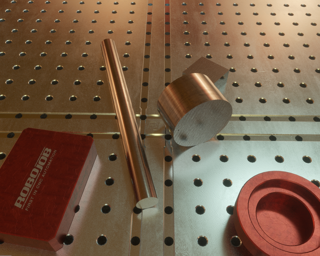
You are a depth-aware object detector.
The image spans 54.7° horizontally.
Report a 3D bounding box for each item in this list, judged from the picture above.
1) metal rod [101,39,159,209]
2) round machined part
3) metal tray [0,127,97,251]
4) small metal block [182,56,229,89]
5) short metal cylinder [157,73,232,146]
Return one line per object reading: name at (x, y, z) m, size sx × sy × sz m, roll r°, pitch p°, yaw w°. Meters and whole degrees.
metal rod at (-0.051, -0.029, 0.431) m, size 0.025 × 0.025 × 0.300 m, roll -11°, pitch 51°, yaw -9°
round machined part at (0.124, 0.096, 0.317) m, size 0.099 × 0.042 × 0.098 m, roll 0°, pitch 50°, yaw 0°
metal tray at (-0.135, 0.063, 0.350) m, size 0.090 × 0.030 × 0.130 m, roll 8°, pitch 50°, yaw 6°
small metal block at (0.069, -0.078, 0.474) m, size 0.050 × 0.025 × 0.050 m, roll 33°, pitch 57°, yaw 24°
short metal cylinder at (0.043, -0.022, 0.391) m, size 0.081 × 0.080 × 0.050 m, roll -18°, pitch 53°, yaw -15°
